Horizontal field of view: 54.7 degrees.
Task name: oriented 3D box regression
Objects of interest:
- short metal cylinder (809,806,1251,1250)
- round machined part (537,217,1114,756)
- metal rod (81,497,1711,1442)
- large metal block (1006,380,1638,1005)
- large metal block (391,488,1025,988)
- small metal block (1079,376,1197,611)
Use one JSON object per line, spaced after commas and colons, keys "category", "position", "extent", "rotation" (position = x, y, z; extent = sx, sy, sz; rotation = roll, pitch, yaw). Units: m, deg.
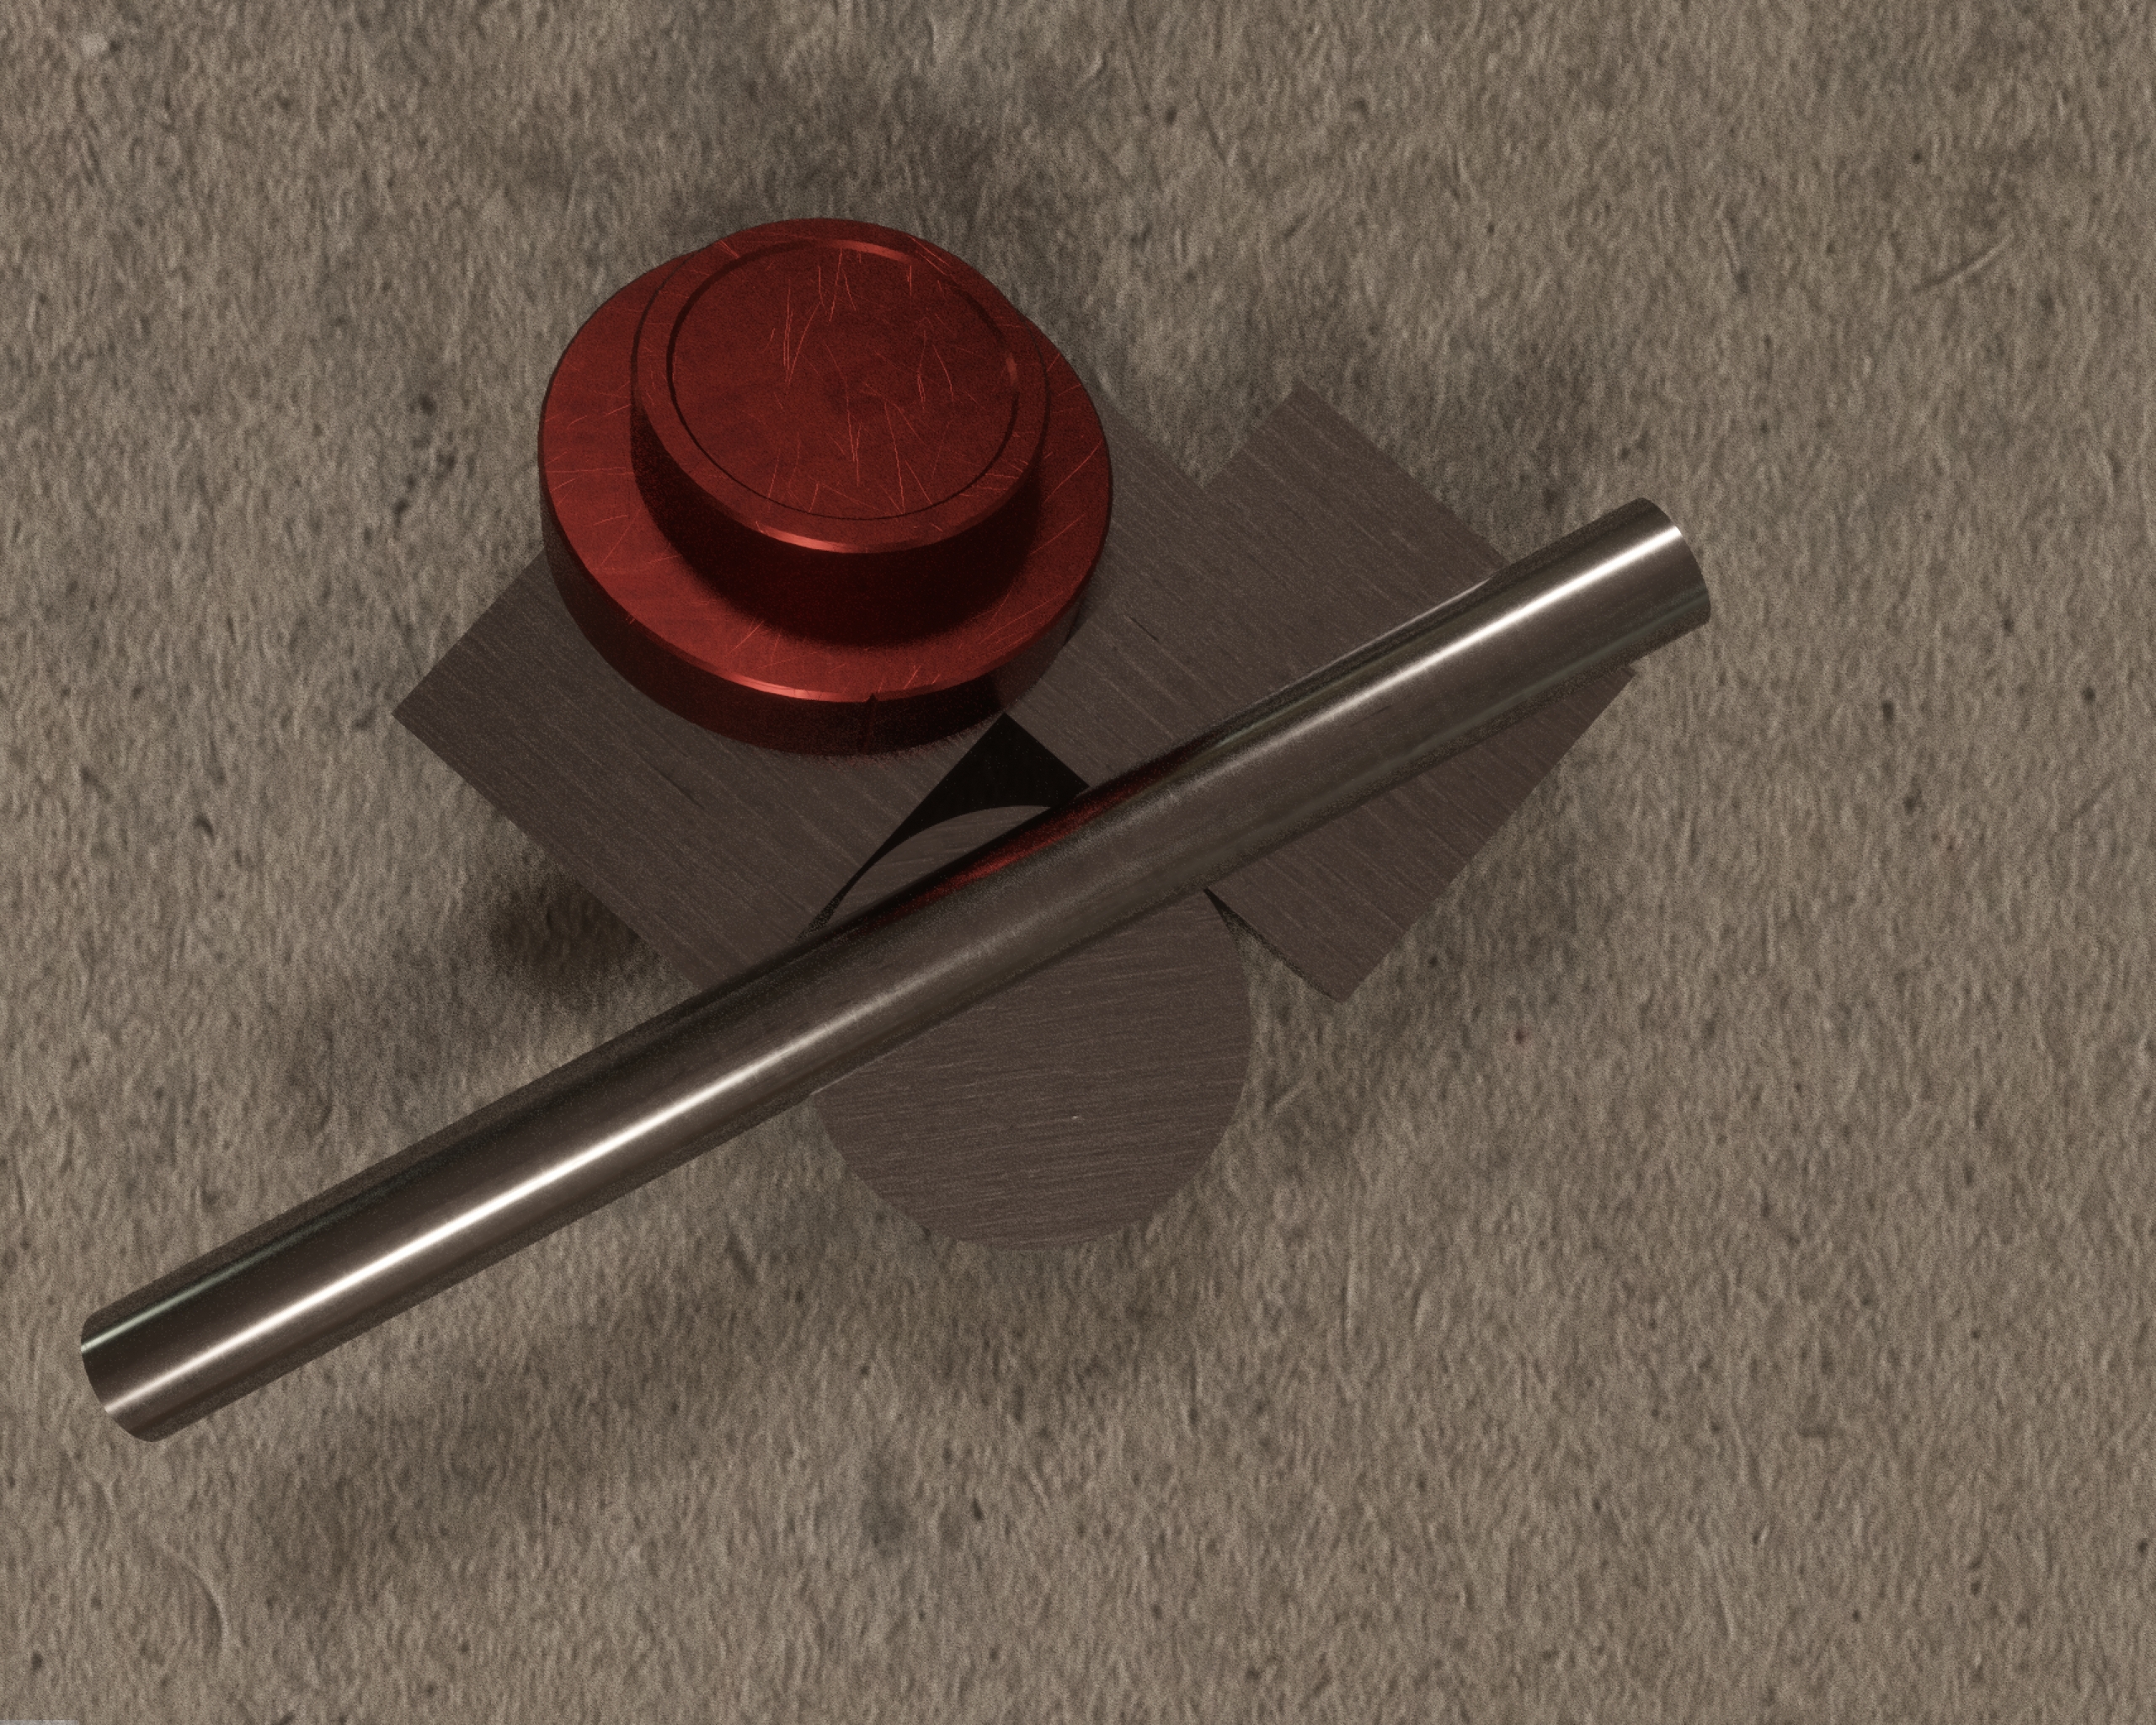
{"category": "short metal cylinder", "position": [-0.009, 0.029, 0.398], "extent": [0.081, 0.050, 0.079], "rotation": [0, 90, -1]}
{"category": "round machined part", "position": [-0.042, -0.071, 0.358], "extent": [0.099, 0.042, 0.098], "rotation": [5, 64, -10]}
{"category": "metal rod", "position": [-0.030, 0.018, 0.361], "extent": [0.301, 0.025, 0.025], "rotation": [-28, 90, 0]}
{"category": "large metal block", "position": [0.044, -0.031, 0.399], "extent": [0.080, 0.050, 0.080], "rotation": [41, 90, -1]}
{"category": "large metal block", "position": [-0.066, -0.029, 0.397], "extent": [0.080, 0.050, 0.080], "rotation": [42, 90, -1]}
{"category": "small metal block", "position": [-0.011, -0.069, 0.410], "extent": [0.050, 0.025, 0.050], "rotation": [43, 90, -1]}
